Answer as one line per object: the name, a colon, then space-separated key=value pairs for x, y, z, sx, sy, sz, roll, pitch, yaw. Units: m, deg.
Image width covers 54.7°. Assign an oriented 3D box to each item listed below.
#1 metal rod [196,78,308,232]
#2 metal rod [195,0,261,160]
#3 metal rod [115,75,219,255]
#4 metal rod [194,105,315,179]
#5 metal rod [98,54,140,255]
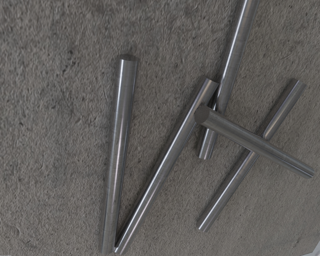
metal rod: x=0.147 y=0.054 z=0.519 sx=0.025 sy=0.025 sz=0.298 roll=18 pitch=109 yaw=-35
metal rod: x=0.093 y=-0.090 z=0.401 sx=0.025 sy=0.025 sz=0.298 roll=-2 pitch=120 yaw=-27
metal rod: x=0.001 y=0.064 z=0.446 sx=0.025 sy=0.025 sz=0.298 roll=15 pitch=111 yaw=-34
metal rod: x=0.163 y=0.032 z=0.481 sx=0.302 sy=0.025 sz=0.025 roll=24 pitch=105 yaw=-37
metal rod: x=-0.058 y=0.053 z=0.407 sx=0.025 sy=0.025 sz=0.298 roll=-4 pitch=121 yaw=-26
